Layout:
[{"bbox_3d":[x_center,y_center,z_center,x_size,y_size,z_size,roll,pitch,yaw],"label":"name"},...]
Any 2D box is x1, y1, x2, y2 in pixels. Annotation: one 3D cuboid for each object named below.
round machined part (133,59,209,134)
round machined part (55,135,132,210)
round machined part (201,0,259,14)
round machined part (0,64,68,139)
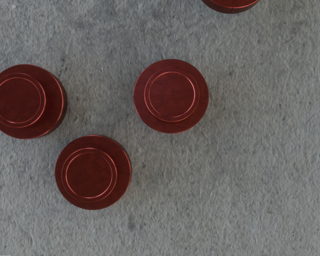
[{"bbox_3d":[0.015,-0.041,0.402,0.099,0.042,0.097,0,90,-1],"label":"round machined part"},{"bbox_3d":[-0.087,0.058,0.400,0.099,0.042,0.097,0,90,-1],"label":"round machined part"},{"bbox_3d":[0.091,-0.196,0.403,0.099,0.042,0.097,0,90,-1],"label":"round machined part"},{"bbox_3d":[-0.175,-0.034,0.399,0.099,0.042,0.097,0,90,-1],"label":"round machined part"}]
